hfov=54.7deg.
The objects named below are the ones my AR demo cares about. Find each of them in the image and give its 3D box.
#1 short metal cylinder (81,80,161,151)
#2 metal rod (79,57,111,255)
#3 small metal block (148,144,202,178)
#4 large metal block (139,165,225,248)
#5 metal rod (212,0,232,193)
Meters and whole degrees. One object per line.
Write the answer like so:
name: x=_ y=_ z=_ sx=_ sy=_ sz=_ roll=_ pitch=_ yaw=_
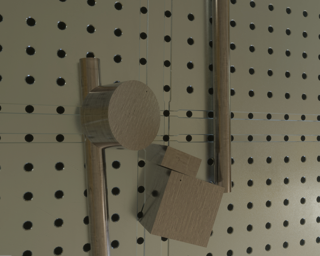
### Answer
short metal cylinder: x=-0.045 y=-0.014 z=0.367 sx=0.081 sy=0.050 sz=0.080 roll=2 pitch=87 yaw=-48
metal rod: x=-0.078 y=0.065 z=0.384 sx=0.025 sy=0.025 sz=0.298 roll=-4 pitch=91 yaw=-20
small metal block: x=0.019 y=0.042 z=0.407 sx=0.050 sy=0.050 sz=0.025 roll=23 pitch=82 yaw=-19
large metal block: x=0.028 y=0.102 z=0.411 sx=0.080 sy=0.050 sz=0.080 roll=21 pitch=83 yaw=-19
metal rod: x=0.089 y=-0.058 z=0.446 sx=0.025 sy=0.025 sz=0.298 roll=-1 pitch=90 yaw=-20
